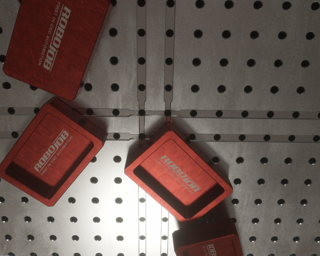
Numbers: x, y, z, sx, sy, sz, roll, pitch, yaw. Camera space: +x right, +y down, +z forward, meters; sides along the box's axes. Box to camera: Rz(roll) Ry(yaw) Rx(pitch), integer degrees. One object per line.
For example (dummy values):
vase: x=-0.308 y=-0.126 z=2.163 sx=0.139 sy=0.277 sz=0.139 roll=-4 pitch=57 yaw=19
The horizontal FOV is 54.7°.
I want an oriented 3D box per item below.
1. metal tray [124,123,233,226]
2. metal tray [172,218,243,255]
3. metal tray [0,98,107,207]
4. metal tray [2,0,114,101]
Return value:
metal tray: x=0.026 y=0.067 z=0.435 sx=0.090 sy=0.030 sz=0.130 roll=-42 pitch=105 yaw=13
metal tray: x=0.079 y=0.197 z=0.468 sx=0.090 sy=0.030 sz=0.129 roll=-16 pitch=124 yaw=5
metal tray: x=-0.147 y=0.035 z=0.421 sx=0.090 sy=0.030 sz=0.130 roll=37 pitch=105 yaw=-13
metal tray: x=-0.122 y=-0.109 z=0.369 sx=0.090 sy=0.030 sz=0.129 roll=23 pitch=108 yaw=-9
